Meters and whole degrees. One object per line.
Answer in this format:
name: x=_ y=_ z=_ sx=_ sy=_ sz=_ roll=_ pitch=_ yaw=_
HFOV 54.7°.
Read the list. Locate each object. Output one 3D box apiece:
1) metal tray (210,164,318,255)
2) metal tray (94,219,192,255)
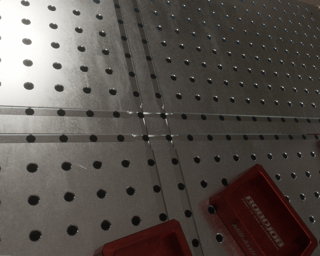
metal tray: x=0.137 y=0.122 z=0.405 sx=0.091 sy=0.030 sz=0.130 roll=-26 pitch=76 yaw=-37
metal tray: x=-0.001 y=0.167 z=0.303 sx=0.091 sy=0.030 sz=0.130 roll=-9 pitch=67 yaw=-33
